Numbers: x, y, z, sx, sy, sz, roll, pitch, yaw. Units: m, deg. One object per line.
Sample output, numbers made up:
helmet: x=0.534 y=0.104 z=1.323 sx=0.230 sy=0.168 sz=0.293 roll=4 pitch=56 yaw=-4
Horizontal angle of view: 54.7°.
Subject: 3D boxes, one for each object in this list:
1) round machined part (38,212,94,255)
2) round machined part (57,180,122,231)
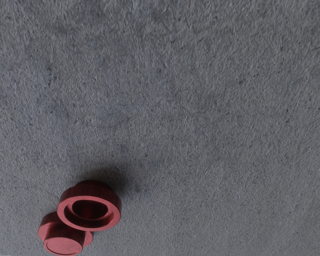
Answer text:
round machined part: x=-0.171 y=0.197 z=0.562 sx=0.099 sy=0.042 sz=0.097 roll=0 pitch=130 yaw=0
round machined part: x=-0.110 y=0.121 z=0.498 sx=0.099 sy=0.042 sz=0.097 roll=0 pitch=130 yaw=0
